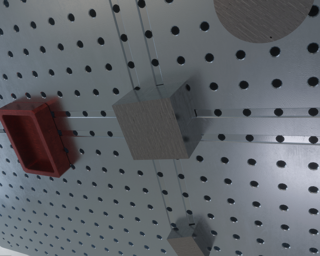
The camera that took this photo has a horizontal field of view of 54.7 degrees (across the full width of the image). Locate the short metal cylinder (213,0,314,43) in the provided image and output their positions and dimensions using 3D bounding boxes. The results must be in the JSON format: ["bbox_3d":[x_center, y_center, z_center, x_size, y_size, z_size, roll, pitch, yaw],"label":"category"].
[{"bbox_3d":[0.093,-0.121,0.271,0.080,0.050,0.079,13,124,21],"label":"short metal cylinder"}]

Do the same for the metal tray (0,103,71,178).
[{"bbox_3d":[-0.216,0.021,0.534,0.090,0.030,0.129,3,120,27],"label":"metal tray"}]

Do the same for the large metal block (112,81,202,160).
[{"bbox_3d":[-0.002,-0.007,0.391,0.080,0.050,0.080,-5,116,30],"label":"large metal block"}]

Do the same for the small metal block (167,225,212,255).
[{"bbox_3d":[0.048,0.187,0.502,0.050,0.025,0.050,-22,107,36],"label":"small metal block"}]
